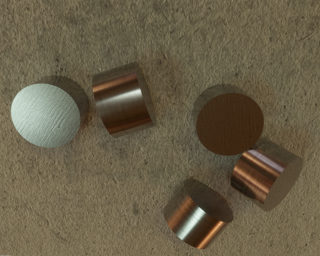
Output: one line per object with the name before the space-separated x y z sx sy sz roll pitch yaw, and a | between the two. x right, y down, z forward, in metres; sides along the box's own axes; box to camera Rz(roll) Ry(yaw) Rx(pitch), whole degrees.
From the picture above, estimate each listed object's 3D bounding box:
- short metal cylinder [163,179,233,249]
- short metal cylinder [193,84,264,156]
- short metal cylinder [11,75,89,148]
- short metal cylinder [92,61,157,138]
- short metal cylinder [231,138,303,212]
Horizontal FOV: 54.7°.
short metal cylinder | 0.052 0.116 0.423 0.080 0.080 0.050 32 107 -11
short metal cylinder | 0.084 -0.012 0.392 0.080 0.050 0.079 0 110 0
short metal cylinder | -0.134 -0.022 0.387 0.081 0.050 0.079 0 110 0
short metal cylinder | -0.040 -0.033 0.368 0.050 0.080 0.080 -17 109 6
short metal cylinder | 0.137 0.059 0.398 0.081 0.050 0.079 -27 134 -31
